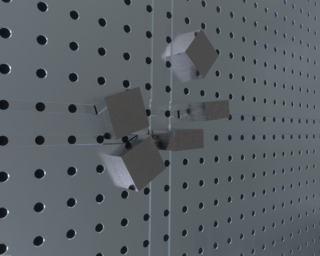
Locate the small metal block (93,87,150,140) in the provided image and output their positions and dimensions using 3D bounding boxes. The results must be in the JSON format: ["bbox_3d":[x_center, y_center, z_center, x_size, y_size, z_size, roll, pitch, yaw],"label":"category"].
[{"bbox_3d":[-0.045,-0.018,0.371,0.050,0.025,0.050,-23,105,-37],"label":"small metal block"}]

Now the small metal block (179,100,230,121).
[{"bbox_3d":[0.063,-0.025,0.445,0.050,0.050,0.025,-9,96,-40],"label":"small metal block"}]

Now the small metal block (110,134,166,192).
[{"bbox_3d":[-0.026,0.042,0.386,0.050,0.025,0.050,-37,113,-34],"label":"small metal block"}]

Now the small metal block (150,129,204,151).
[{"bbox_3d":[0.022,0.015,0.410,0.050,0.050,0.025,-3,92,-40],"label":"small metal block"}]

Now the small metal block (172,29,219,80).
[{"bbox_3d":[0.053,-0.106,0.452,0.050,0.025,0.050,48,62,-29],"label":"small metal block"}]
